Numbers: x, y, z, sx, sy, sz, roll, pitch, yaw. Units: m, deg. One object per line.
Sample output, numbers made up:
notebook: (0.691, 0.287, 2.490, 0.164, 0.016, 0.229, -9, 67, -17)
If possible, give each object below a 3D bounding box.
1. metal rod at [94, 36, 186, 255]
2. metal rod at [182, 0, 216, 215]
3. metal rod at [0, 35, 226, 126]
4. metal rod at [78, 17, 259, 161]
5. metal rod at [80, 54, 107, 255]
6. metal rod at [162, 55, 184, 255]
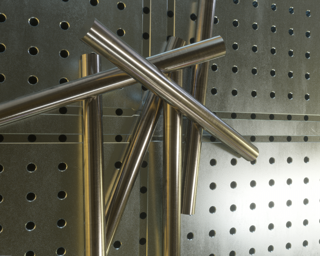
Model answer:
metal rod: (-0.027, 0.021, 0.402, 0.025, 0.025, 0.299, 23, 82, -19)
metal rod: (0.051, -0.033, 0.430, 0.025, 0.025, 0.299, 7, 88, -20)
metal rod: (-0.069, -0.050, 0.353, 0.302, 0.025, 0.025, -19, 97, -6)
metal rod: (0.034, -0.027, 0.375, 0.301, 0.025, 0.025, 33, 79, -36)
metal rod: (-0.078, 0.061, 0.367, 0.025, 0.025, 0.299, -1, 84, -20)
metal rod: (0.016, 0.057, 0.403, 0.025, 0.025, 0.298, -2, 96, -20)
